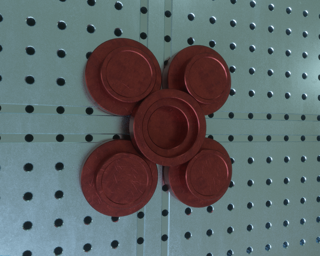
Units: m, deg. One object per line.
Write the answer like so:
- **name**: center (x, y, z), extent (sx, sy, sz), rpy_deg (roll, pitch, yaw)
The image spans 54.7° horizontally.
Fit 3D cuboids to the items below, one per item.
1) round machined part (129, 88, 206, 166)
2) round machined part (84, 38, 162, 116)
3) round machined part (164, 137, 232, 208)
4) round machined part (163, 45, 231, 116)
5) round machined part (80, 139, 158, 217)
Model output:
- **round machined part**: center (0.007, -0.001, 0.405), extent (0.099, 0.042, 0.097), rpy_deg (0, 90, -21)
- **round machined part**: center (-0.043, -0.064, 0.388), extent (0.099, 0.042, 0.097), rpy_deg (0, 90, -21)
- **round machined part**: center (0.058, 0.061, 0.426), extent (0.099, 0.042, 0.097), rpy_deg (0, 90, -21)
- **round machined part**: center (0.056, -0.065, 0.425), extent (0.099, 0.042, 0.097), rpy_deg (0, 90, -21)
- **round machined part**: center (-0.048, 0.063, 0.387), extent (0.099, 0.042, 0.097), rpy_deg (0, 90, -21)
